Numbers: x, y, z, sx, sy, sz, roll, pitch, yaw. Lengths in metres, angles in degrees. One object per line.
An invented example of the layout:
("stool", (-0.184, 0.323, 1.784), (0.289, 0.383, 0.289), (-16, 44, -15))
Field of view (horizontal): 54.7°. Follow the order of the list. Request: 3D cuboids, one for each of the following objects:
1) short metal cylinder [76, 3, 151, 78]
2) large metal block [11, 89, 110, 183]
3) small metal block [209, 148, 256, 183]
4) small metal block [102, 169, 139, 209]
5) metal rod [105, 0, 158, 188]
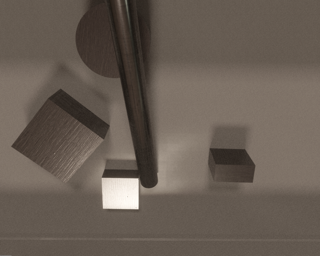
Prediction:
("short metal cylinder", (-0.051, -0.102, 0.360), (0.081, 0.050, 0.079), (0, 110, -1))
("large metal block", (-0.125, 0.010, 0.400), (0.080, 0.050, 0.080), (39, 105, -14))
("small metal block", (0.095, 0.050, 0.418), (0.050, 0.050, 0.025), (2, 110, -1))
("small metal block", (-0.055, 0.087, 0.443), (0.050, 0.025, 0.050), (1, 110, -1))
("metal rod", (-0.025, -0.029, 0.335), (0.025, 0.025, 0.298), (-4, 135, 1))
